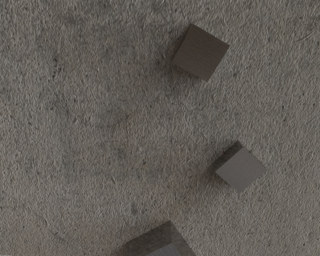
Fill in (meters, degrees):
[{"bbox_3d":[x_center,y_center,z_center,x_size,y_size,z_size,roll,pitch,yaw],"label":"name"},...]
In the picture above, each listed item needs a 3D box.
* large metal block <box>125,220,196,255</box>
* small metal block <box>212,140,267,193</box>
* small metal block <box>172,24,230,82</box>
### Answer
[{"bbox_3d":[0.003,0.202,0.471,0.080,0.050,0.080,-30,108,10],"label":"large metal block"},{"bbox_3d":[0.110,0.054,0.431,0.050,0.025,0.050,42,105,-14],"label":"small metal block"},{"bbox_3d":[0.048,-0.092,0.377,0.050,0.025,0.050,27,108,-10],"label":"small metal block"}]
